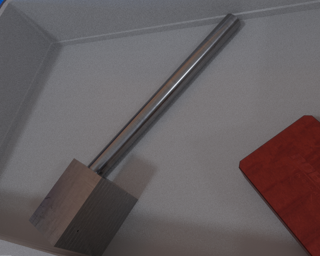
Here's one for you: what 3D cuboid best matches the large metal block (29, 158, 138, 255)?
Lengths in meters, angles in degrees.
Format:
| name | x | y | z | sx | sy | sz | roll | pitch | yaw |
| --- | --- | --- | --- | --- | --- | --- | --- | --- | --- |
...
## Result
| name | x | y | z | sx | sy | sz | roll | pitch | yaw |
| --- | --- | --- | --- | --- | --- | --- | --- | --- | --- |
| large metal block | -0.083 | 0.093 | 0.355 | 0.050 | 0.080 | 0.080 | 25 | 75 | 36 |

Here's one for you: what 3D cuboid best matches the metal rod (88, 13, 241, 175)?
| name | x | y | z | sx | sy | sz | roll | pitch | yaw |
| --- | --- | --- | --- | --- | --- | --- | --- | --- | --- |
| metal rod | 0.005 | -0.044 | 0.428 | 0.300 | 0.025 | 0.025 | -48 | 52 | -6 |

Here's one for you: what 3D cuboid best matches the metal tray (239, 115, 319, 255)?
| name | x | y | z | sx | sy | sz | roll | pitch | yaw |
| --- | --- | --- | --- | --- | --- | --- | --- | --- | --- |
| metal tray | 0.149 | 0.059 | 0.288 | 0.090 | 0.030 | 0.130 | -36 | 51 | 3 |
